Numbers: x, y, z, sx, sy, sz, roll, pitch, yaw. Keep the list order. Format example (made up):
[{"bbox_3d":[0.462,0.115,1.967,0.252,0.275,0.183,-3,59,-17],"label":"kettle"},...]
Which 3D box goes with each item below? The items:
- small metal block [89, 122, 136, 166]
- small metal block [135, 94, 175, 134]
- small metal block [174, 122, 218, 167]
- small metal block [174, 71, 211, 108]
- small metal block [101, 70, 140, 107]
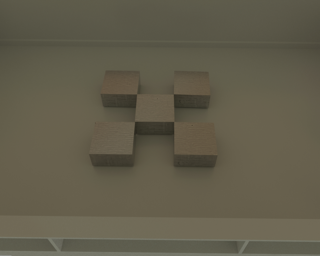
[{"bbox_3d":[-0.057,0.019,0.386,0.050,0.025,0.050,1,50,0],"label":"small metal block"},{"bbox_3d":[-0.006,-0.019,0.418,0.050,0.025,0.050,0,50,0],"label":"small metal block"},{"bbox_3d":[0.043,0.020,0.385,0.050,0.025,0.050,1,50,1],"label":"small metal block"},{"bbox_3d":[0.045,-0.057,0.450,0.050,0.025,0.050,2,50,1],"label":"small metal block"},{"bbox_3d":[-0.056,-0.058,0.450,0.050,0.025,0.050,1,50,1],"label":"small metal block"}]
